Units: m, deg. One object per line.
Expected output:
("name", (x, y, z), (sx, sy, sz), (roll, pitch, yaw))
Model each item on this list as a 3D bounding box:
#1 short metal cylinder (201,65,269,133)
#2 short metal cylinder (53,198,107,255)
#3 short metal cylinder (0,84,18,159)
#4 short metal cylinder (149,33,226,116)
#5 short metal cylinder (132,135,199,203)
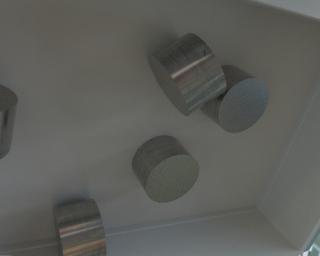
("short metal cylinder", (0.100, -0.040, 0.424), (0.081, 0.050, 0.079), (-14, 125, -21))
("short metal cylinder", (-0.105, 0.137, 0.401), (0.050, 0.080, 0.079), (-9, 122, -24))
("short metal cylinder", (-0.173, -0.008, 0.274), (0.081, 0.080, 0.050), (5, 116, -31))
("short metal cylinder", (0.030, -0.060, 0.354), (0.050, 0.080, 0.080), (-34, 129, -7))
("short metal cylinder", (0.007, 0.057, 0.434), (0.081, 0.050, 0.079), (-14, 125, -21))
